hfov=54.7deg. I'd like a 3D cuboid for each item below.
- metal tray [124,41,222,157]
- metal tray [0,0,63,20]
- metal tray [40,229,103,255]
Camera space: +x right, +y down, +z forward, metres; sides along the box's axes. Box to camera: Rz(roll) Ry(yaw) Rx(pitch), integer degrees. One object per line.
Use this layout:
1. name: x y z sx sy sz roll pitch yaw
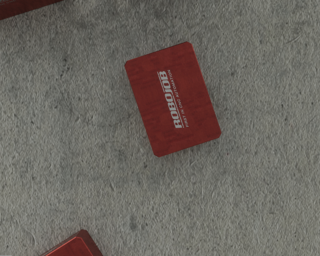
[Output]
1. metal tray: 0.017 -0.036 0.407 0.090 0.030 0.129 -18 90 0
2. metal tray: -0.181 -0.172 0.375 0.131 0.090 0.030 -18 90 0
3. metal tray: -0.133 0.207 0.406 0.130 0.030 0.090 -33 90 0
